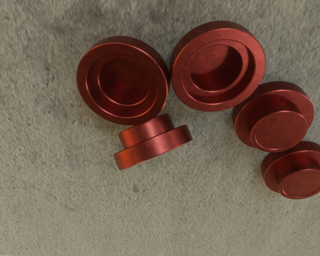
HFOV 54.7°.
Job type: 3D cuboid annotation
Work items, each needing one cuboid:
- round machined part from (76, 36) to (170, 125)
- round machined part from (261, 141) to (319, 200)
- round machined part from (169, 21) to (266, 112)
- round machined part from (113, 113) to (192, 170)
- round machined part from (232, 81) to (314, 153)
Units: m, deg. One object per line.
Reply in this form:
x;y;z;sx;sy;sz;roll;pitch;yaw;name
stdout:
-0.037;-0.054;0.342;0.099;0.042;0.097;5;126;8;round machined part
0.204;0.069;0.458;0.099;0.042;0.097;-1;130;0;round machined part
0.058;-0.068;0.335;0.099;0.042;0.097;-4;130;-5;round machined part
-0.012;0.014;0.384;0.098;0.098;0.042;-24;87;18;round machined part
0.145;-0.007;0.393;0.099;0.042;0.097;-1;130;0;round machined part
